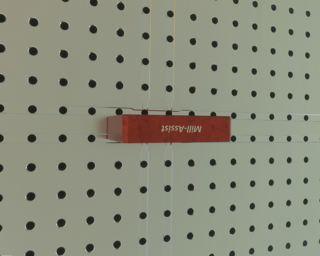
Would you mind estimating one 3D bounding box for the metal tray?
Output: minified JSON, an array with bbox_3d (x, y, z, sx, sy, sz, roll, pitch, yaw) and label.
[{"bbox_3d":[0.009,0.001,0.381,0.131,0.090,0.030,0,90,-20],"label":"metal tray"}]
